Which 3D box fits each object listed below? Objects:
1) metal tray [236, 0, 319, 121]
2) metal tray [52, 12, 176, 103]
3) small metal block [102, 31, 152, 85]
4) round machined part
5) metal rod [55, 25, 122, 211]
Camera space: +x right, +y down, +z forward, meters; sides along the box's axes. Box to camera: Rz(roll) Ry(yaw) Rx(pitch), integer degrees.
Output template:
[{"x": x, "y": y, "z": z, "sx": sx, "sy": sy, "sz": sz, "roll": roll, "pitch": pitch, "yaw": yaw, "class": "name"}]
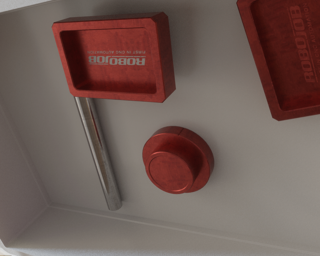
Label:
[{"x": 0.136, "y": -0.076, "z": 0.286, "sx": 0.090, "sy": 0.030, "sz": 0.129, "roll": -12, "pitch": 113, "yaw": 32, "class": "metal tray"}, {"x": -0.052, "y": -0.079, "z": 0.350, "sx": 0.130, "sy": 0.030, "sz": 0.089, "roll": 6, "pitch": 121, "yaw": 24, "class": "metal tray"}, {"x": -0.035, "y": -0.084, "z": 0.374, "sx": 0.050, "sy": 0.025, "sz": 0.050, "roll": -18, "pitch": 109, "yaw": 34, "class": "small metal block"}, {"x": 0.020, "y": 0.050, "z": 0.417, "sx": 0.098, "sy": 0.042, "sz": 0.097, "roll": 13, "pitch": 124, "yaw": 20, "class": "round machined part"}, {"x": -0.100, "y": 0.002, "z": 0.460, "sx": 0.025, "sy": 0.025, "sz": 0.298, "roll": 4, "pitch": 121, "yaw": 26, "class": "metal rod"}]
